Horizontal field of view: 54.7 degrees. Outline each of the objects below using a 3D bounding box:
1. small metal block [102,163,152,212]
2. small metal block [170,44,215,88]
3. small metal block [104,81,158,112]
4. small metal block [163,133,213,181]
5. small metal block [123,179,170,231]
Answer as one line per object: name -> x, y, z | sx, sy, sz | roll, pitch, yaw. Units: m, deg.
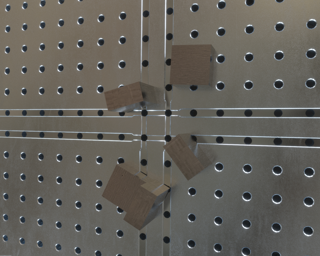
small metal block -> -0.044, 0.083, 0.427 | 0.050, 0.025, 0.050 | 28, 99, 17
small metal block -> 0.042, -0.079, 0.397 | 0.050, 0.025, 0.050 | 4, 91, 19
small metal block -> -0.038, -0.040, 0.412 | 0.050, 0.050, 0.025 | -14, 86, 19
small metal block -> 0.036, 0.034, 0.386 | 0.025, 0.050, 0.050 | -40, 78, 15
small metal block -> -0.016, 0.098, 0.404 | 0.025, 0.050, 0.050 | 29, 100, 17
